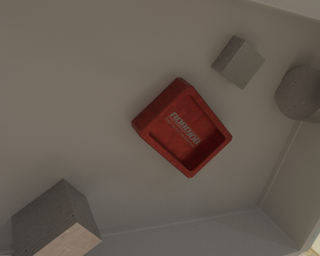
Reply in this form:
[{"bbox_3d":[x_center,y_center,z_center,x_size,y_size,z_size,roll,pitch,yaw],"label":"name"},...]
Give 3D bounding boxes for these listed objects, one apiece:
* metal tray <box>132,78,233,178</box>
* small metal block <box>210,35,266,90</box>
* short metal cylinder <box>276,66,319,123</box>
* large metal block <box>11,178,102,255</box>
[{"bbox_3d":[0.035,0.005,0.429,0.090,0.030,0.130,-44,130,2],"label":"metal tray"},{"bbox_3d":[0.105,-0.086,0.415,0.050,0.025,0.050,27,103,-38],"label":"small metal block"},{"bbox_3d":[0.227,-0.049,0.470,0.050,0.080,0.079,7,115,-32],"label":"short metal cylinder"},{"bbox_3d":[-0.128,0.123,0.380,0.080,0.080,0.050,-37,130,-4],"label":"large metal block"}]
